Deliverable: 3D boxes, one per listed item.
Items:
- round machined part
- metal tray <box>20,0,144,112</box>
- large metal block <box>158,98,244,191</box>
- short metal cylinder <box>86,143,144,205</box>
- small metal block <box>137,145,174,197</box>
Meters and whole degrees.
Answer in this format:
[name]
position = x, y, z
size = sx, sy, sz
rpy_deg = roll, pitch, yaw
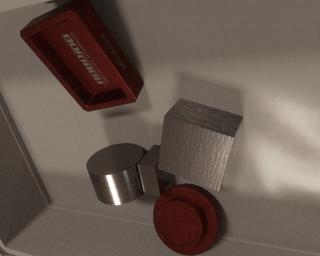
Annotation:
[round machined part]
position = 0.034, 0.130, 0.433
size = 0.098, 0.042, 0.097
rpy_deg = 0, 91, 25
[metal tray]
position = -0.090, -0.081, 0.375
size = 0.090, 0.030, 0.130
rpy_deg = -8, 133, 31
[large metal block]
position = 0.048, 0.019, 0.378
size = 0.080, 0.050, 0.079
rpy_deg = 18, 126, 17
[short metal cylinder]
position = -0.058, 0.063, 0.441
size = 0.080, 0.080, 0.050
rpy_deg = 2, 120, 26
[small metal block]
position = -0.004, 0.058, 0.429
size = 0.025, 0.050, 0.050
rpy_deg = 4, 120, 26
